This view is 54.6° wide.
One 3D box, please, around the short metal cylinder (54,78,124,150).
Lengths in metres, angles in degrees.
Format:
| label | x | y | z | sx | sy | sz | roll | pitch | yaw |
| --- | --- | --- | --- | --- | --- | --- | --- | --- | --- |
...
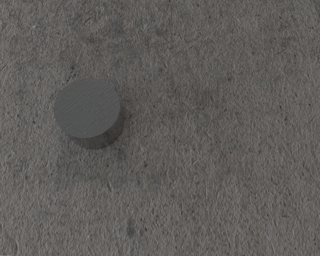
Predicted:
| label | x | y | z | sx | sy | sz | roll | pitch | yaw |
| --- | --- | --- | --- | --- | --- | --- | --- | --- | --- |
| short metal cylinder | -0.089 | -0.017 | 0.401 | 0.080 | 0.050 | 0.080 | 0 | 70 | 0 |
